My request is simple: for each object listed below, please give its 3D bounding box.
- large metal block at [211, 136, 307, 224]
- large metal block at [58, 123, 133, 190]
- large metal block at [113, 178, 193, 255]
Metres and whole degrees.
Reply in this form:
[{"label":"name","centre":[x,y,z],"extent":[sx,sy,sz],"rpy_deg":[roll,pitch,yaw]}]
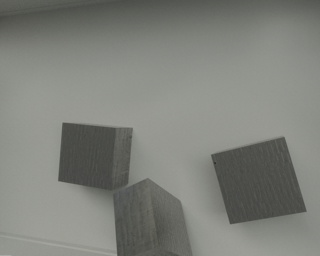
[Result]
[{"label":"large metal block","centre":[0.113,0.058,0.357],"extent":[0.080,0.050,0.080],"rpy_deg":[-16,85,19]},{"label":"large metal block","centre":[-0.088,0.036,0.427],"extent":[0.080,0.050,0.079],"rpy_deg":[5,92,19]},{"label":"large metal block","centre":[-0.008,0.118,0.367],"extent":[0.050,0.080,0.080],"rpy_deg":[-28,47,18]}]
